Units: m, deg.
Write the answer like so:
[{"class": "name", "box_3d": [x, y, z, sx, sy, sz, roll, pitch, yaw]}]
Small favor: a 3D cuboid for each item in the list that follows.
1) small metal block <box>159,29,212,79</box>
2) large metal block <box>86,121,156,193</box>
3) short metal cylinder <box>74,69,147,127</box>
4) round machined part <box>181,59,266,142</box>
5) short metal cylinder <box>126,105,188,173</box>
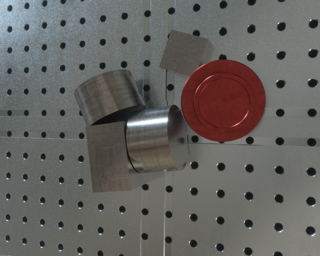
[{"class": "small metal block", "box_3d": [0.033, -0.094, 0.401, 0.050, 0.025, 0.050, 21, 97, 18]}, {"class": "large metal block", "box_3d": [-0.047, 0.034, 0.400, 0.050, 0.080, 0.080, -8, 88, 20]}, {"class": "short metal cylinder", "box_3d": [-0.065, -0.035, 0.406, 0.080, 0.080, 0.050, -26, 82, 18]}, {"class": "round machined part", "box_3d": [0.074, -0.031, 0.364, 0.099, 0.042, 0.097, 1, 100, 7]}, {"class": "short metal cylinder", "box_3d": [-0.001, 0.014, 0.384, 0.050, 0.080, 0.080, -7, 88, 20]}]
